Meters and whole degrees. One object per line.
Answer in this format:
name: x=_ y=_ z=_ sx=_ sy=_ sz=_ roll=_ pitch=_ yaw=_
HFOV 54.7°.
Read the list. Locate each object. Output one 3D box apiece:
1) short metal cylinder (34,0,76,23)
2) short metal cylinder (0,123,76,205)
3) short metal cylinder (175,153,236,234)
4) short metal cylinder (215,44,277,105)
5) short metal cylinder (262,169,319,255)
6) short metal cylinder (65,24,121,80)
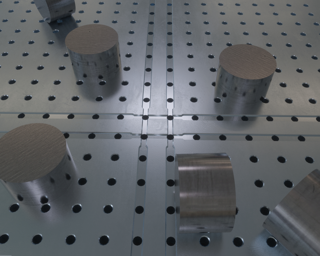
short metal cylinder: x=-0.200 y=-0.244 z=0.575 sx=0.050 sy=0.080 sz=0.080 roll=-31 pitch=57 yaw=-23
short metal cylinder: x=-0.143 y=0.041 z=0.356 sx=0.081 sy=0.050 sz=0.080 roll=0 pitch=50 yaw=0
short metal cylinder: x=0.043 y=0.065 z=0.317 sx=0.050 sy=0.080 sz=0.080 roll=-1 pitch=50 yaw=-1
short metal cylinder: x=0.125 y=-0.080 z=0.459 sx=0.081 sy=0.050 sz=0.080 roll=0 pitch=50 yaw=0
short metal cylinder: x=0.147 y=0.086 z=0.300 sx=0.081 sy=0.080 sz=0.050 roll=-31 pitch=57 yaw=-23
short metal cylinder: x=-0.104 y=-0.121 z=0.492 sx=0.081 sy=0.050 sz=0.080 roll=0 pitch=50 yaw=0
